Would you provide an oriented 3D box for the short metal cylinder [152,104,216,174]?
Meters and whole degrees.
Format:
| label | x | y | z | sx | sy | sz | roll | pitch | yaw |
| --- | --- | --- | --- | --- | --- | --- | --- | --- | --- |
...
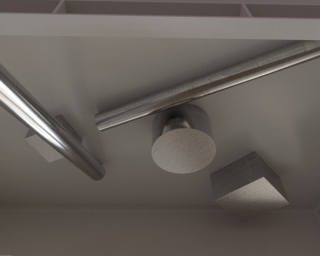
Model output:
| label | x | y | z | sx | sy | sz | roll | pitch | yaw |
| --- | --- | --- | --- | --- | --- | --- | --- | --- | --- |
| short metal cylinder | 0.030 | 0.014 | 0.405 | 0.081 | 0.050 | 0.079 | 0 | 130 | 0 |

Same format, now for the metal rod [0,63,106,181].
| label | x | y | z | sx | sy | sz | roll | pitch | yaw |
| --- | --- | --- | --- | --- | --- | --- | --- | --- | --- |
| metal rod | -0.115 | 0.005 | 0.333 | 0.025 | 0.025 | 0.299 | -7 | 155 | 5 |

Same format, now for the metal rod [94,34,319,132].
| label | x | y | z | sx | sy | sz | roll | pitch | yaw |
| --- | --- | --- | --- | --- | --- | --- | --- | --- | --- |
| metal rod | 0.060 | -0.052 | 0.365 | 0.301 | 0.025 | 0.025 | -18 | 128 | 14 |

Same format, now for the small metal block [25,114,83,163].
| label | x | y | z | sx | sy | sz | roll | pitch | yaw |
| --- | --- | --- | --- | --- | --- | --- | --- | --- | --- |
| small metal block | -0.143 | 0.015 | 0.420 | 0.050 | 0.025 | 0.050 | -20 | 128 | 15 |

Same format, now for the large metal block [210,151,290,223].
| label | x | y | z | sx | sy | sz | roll | pitch | yaw |
| --- | --- | --- | --- | --- | --- | --- | --- | --- | --- |
| large metal block | 0.136 | 0.093 | 0.474 | 0.080 | 0.050 | 0.080 | -33 | 123 | 24 |
